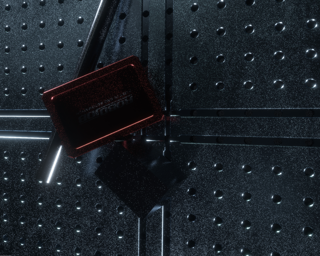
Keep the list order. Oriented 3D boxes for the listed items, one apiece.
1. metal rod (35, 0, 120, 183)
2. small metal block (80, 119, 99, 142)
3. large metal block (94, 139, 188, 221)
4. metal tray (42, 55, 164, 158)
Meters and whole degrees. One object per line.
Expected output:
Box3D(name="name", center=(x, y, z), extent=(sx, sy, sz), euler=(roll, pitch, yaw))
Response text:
Box3D(name="metal rod", center=(-0.108, -0.069, 0.428), extent=(0.025, 0.025, 0.299), euler=(19, 89, 18))
Box3D(name="small metal block", center=(-0.117, -0.004, 0.452), extent=(0.050, 0.025, 0.050), euler=(-8, 87, 19))
Box3D(name="large metal block", center=(-0.021, 0.060, 0.390), extent=(0.080, 0.080, 0.050), euler=(41, 103, 15))
Box3D(name="metal tray", center=(-0.072, -0.027, 0.402), extent=(0.131, 0.030, 0.090), euler=(-24, 92, -4))
